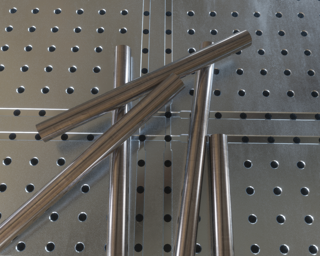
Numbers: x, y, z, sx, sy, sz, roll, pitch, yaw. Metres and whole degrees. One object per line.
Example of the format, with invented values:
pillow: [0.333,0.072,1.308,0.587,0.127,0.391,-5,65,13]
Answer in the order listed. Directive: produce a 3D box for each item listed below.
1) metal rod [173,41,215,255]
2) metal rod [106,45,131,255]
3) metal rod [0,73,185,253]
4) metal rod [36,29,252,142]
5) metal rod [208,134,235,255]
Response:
metal rod: [0.049,0.019,0.405,0.025,0.025,0.299,8,70,2]
metal rod: [-0.052,0.026,0.401,0.025,0.025,0.299,-1,70,-1]
metal rod: [-0.088,0.040,0.374,0.301,0.025,0.025,-42,76,-6]
metal rod: [-0.013,-0.059,0.405,0.302,0.025,0.025,-26,73,-10]
metal rod: [0.074,0.152,0.357,0.025,0.025,0.299,1,70,0]
